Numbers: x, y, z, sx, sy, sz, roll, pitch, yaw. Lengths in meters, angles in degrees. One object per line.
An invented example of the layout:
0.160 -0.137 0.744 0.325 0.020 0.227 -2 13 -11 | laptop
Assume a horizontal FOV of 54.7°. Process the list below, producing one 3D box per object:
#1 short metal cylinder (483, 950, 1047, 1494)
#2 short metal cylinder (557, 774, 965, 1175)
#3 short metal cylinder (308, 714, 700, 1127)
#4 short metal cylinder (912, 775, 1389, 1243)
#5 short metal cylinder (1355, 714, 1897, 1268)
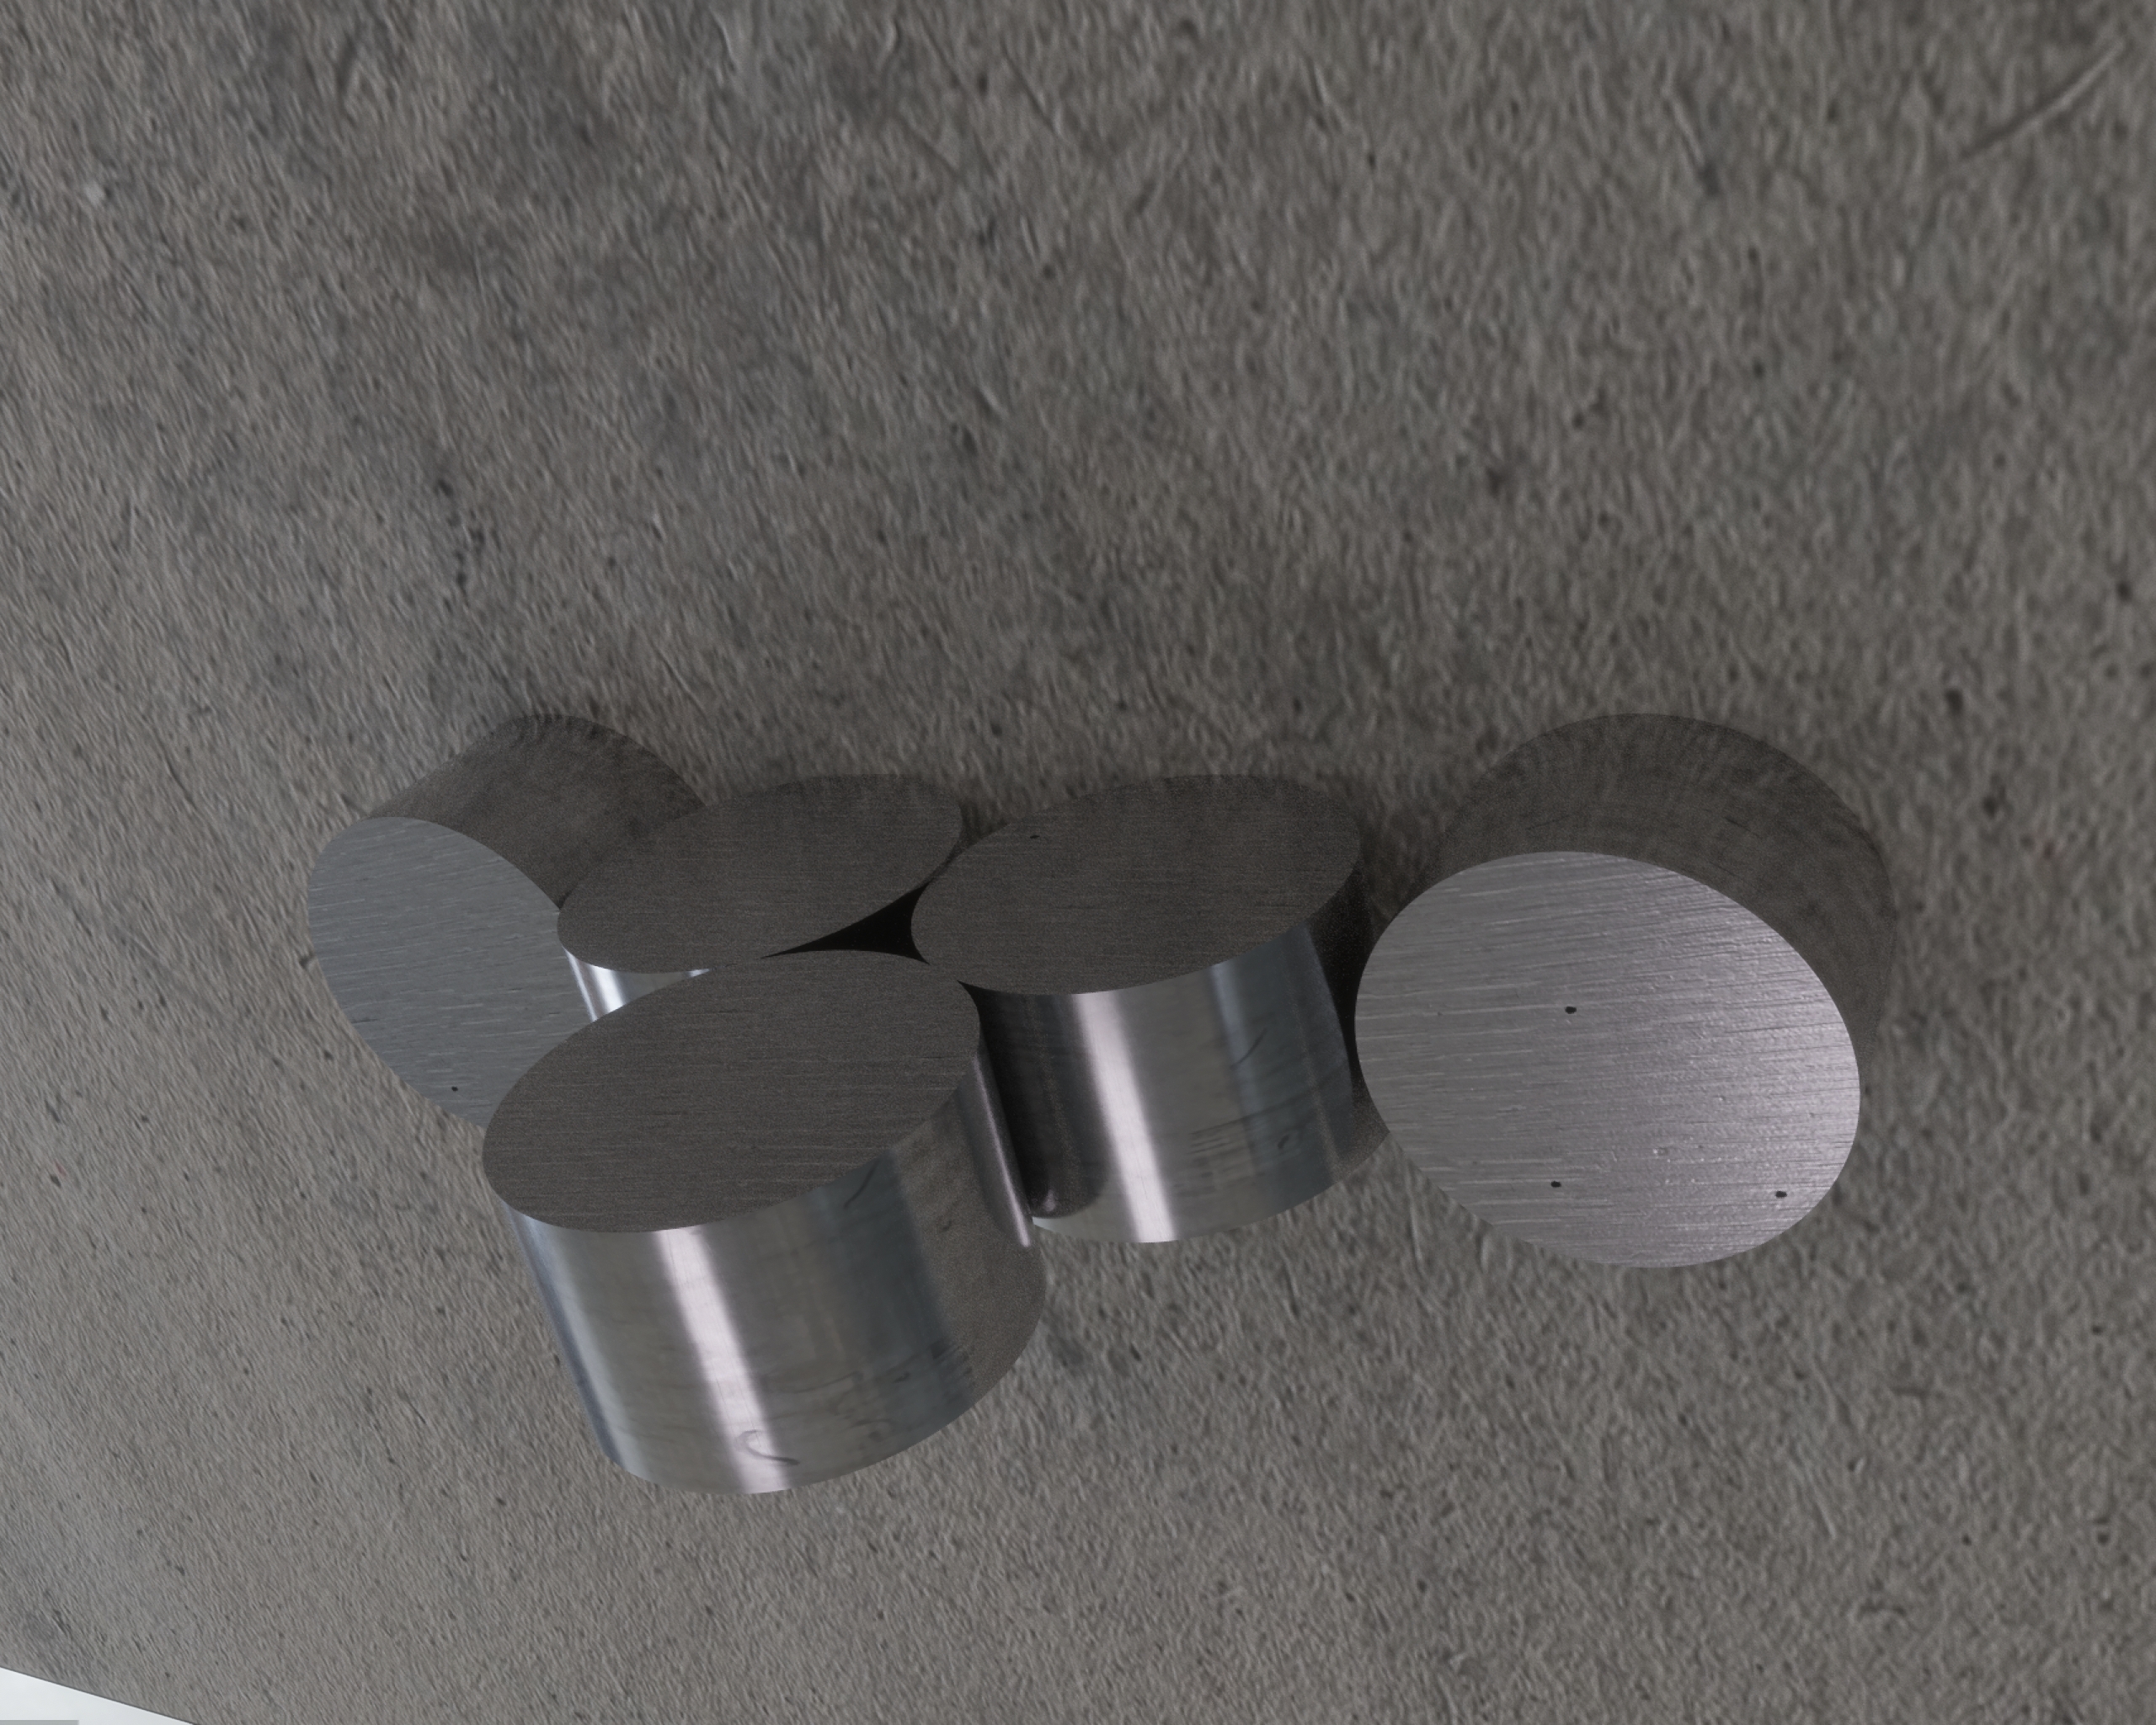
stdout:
-0.050 0.056 0.342 0.080 0.080 0.050 1 119 27 | short metal cylinder
-0.056 0.022 0.415 0.080 0.080 0.050 0 119 28 | short metal cylinder
-0.121 0.014 0.463 0.080 0.050 0.079 13 124 21 | short metal cylinder
0.015 0.024 0.378 0.080 0.080 0.050 0 119 28 | short metal cylinder
0.094 0.021 0.354 0.080 0.050 0.079 13 124 21 | short metal cylinder
